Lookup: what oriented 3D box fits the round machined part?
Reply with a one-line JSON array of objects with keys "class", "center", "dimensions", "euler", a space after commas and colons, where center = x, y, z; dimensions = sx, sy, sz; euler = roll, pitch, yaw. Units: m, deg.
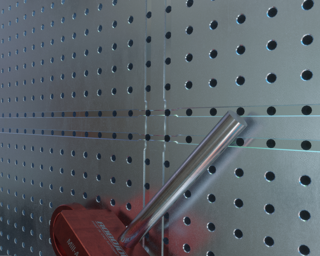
[{"class": "round machined part", "center": [-0.135, 0.171, 0.506], "dimensions": [0.098, 0.042, 0.097], "euler": [0, 90, 39]}]

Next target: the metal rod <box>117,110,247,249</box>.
[{"class": "metal rod", "center": [-0.002, 0.097, 0.384], "dimensions": [0.298, 0.025, 0.025], "euler": [-52, 60, 24]}]

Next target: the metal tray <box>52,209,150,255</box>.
[{"class": "metal tray", "center": [-0.071, 0.158, 0.403], "dimensions": [0.130, 0.091, 0.030], "euler": [36, 103, 40]}]
